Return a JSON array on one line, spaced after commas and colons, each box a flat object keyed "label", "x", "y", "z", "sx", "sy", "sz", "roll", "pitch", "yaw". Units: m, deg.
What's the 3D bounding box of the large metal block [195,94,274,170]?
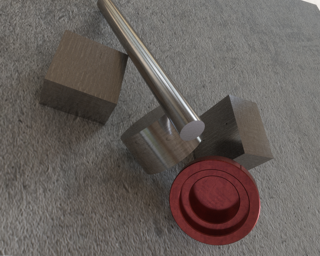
[{"label": "large metal block", "x": 0.089, "y": 0.015, "z": 0.405, "sx": 0.050, "sy": 0.080, "sz": 0.080, "roll": 12, "pitch": 56, "yaw": -32}]

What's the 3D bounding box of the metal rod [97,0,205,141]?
[{"label": "metal rod", "x": -0.028, "y": -0.095, "z": 0.380, "sx": 0.025, "sy": 0.025, "sz": 0.300, "roll": -1, "pitch": 41, "yaw": -29}]

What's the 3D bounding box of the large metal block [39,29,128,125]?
[{"label": "large metal block", "x": -0.091, "y": -0.060, "z": 0.377, "sx": 0.081, "sy": 0.050, "sz": 0.080, "roll": 19, "pitch": 54, "yaw": -17}]

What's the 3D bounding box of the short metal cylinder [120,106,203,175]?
[{"label": "short metal cylinder", "x": 0.002, "y": 0.009, "z": 0.358, "sx": 0.050, "sy": 0.080, "sz": 0.080, "roll": 55, "pitch": 50, "yaw": -12}]

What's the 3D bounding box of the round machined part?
[{"label": "round machined part", "x": 0.063, "y": 0.079, "z": 0.357, "sx": 0.098, "sy": 0.098, "sz": 0.042, "roll": 47, "pitch": 16, "yaw": 4}]
